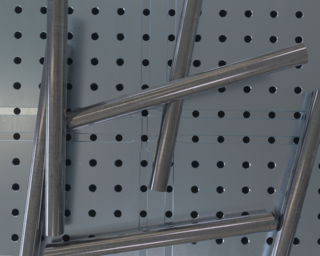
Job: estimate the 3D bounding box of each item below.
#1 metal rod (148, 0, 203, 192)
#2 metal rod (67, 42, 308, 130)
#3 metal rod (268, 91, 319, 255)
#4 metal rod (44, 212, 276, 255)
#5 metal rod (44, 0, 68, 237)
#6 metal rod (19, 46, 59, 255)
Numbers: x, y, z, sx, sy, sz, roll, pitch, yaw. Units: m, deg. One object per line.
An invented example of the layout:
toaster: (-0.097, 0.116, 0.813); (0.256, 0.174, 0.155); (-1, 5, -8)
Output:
metal rod: (0.024, -0.065, 0.413); (0.025, 0.025, 0.299); (11, 90, 0)
metal rod: (0.024, -0.048, 0.386); (0.301, 0.025, 0.025); (-15, 90, 11)
metal rod: (0.178, 0.098, 0.414); (0.025, 0.025, 0.299); (15, 90, 0)
metal rod: (0.000, 0.146, 0.413); (0.302, 0.025, 0.025); (-8, 90, 0)
metal rod: (-0.132, -0.012, 0.394); (0.025, 0.025, 0.298); (2, 95, 0)
metal rod: (-0.156, 0.031, 0.412); (0.025, 0.025, 0.298); (7, 90, 0)
